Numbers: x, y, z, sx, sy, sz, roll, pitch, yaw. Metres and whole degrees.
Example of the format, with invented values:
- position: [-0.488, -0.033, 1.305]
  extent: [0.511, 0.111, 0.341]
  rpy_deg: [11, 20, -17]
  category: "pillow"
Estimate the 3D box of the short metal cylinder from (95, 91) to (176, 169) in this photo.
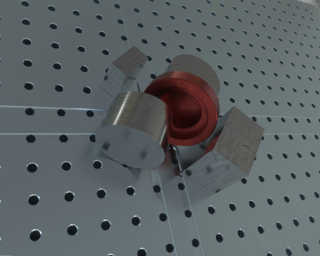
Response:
- position: [-0.027, 0.004, 0.357]
  extent: [0.080, 0.080, 0.050]
  rpy_deg: [28, 52, -12]
  category: "short metal cylinder"

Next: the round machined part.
- position: [0.027, -0.028, 0.395]
  extent: [0.098, 0.097, 0.042]
  rpy_deg: [36, 39, -5]
  category: "round machined part"

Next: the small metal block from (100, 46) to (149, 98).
- position: [-0.048, -0.074, 0.413]
  extent: [0.025, 0.050, 0.050]
  rpy_deg: [41, 51, -1]
  category: "small metal block"

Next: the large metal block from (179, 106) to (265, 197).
- position: [0.080, 0.031, 0.399]
  extent: [0.050, 0.080, 0.080]
  rpy_deg: [37, 51, -4]
  category: "large metal block"

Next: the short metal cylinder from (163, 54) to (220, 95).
- position: [0.040, -0.060, 0.451]
  extent: [0.081, 0.050, 0.080]
  rpy_deg: [14, 56, -21]
  category: "short metal cylinder"
